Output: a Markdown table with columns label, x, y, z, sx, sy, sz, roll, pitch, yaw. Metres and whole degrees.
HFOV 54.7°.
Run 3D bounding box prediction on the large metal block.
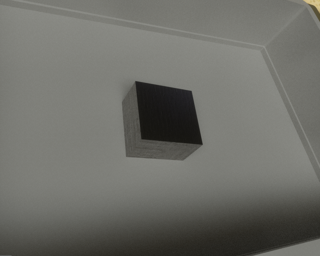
| label | x | y | z | sx | sy | sz | roll | pitch | yaw |
| --- | --- | --- | --- | --- | --- | --- | --- | --- | --- |
| large metal block | 0.000 | -0.007 | 0.396 | 0.081 | 0.050 | 0.080 | 6 | 59 | -25 |
